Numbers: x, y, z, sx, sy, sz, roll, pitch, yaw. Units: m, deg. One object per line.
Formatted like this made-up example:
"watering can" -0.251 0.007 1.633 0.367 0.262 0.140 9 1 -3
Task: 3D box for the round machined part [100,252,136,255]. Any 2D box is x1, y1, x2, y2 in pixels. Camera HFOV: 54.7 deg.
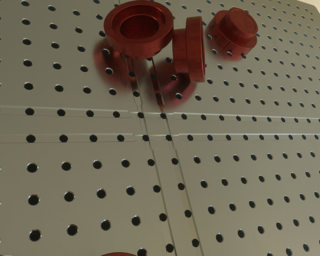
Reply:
"round machined part" -0.043 0.165 0.274 0.099 0.042 0.098 14 56 -21

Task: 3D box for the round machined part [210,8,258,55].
"round machined part" 0.149 -0.192 0.597 0.099 0.042 0.098 14 56 -21

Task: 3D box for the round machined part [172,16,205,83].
"round machined part" 0.044 -0.117 0.471 0.042 0.098 0.098 -2 56 11

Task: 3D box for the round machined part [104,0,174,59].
"round machined part" -0.029 -0.139 0.451 0.099 0.042 0.098 -1 57 3
